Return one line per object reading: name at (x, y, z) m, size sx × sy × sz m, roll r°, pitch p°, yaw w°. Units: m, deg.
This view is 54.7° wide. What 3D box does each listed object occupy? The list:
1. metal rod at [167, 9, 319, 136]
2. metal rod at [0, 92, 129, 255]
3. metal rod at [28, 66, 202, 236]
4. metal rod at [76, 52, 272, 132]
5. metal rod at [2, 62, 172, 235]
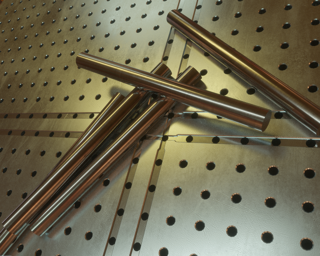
metal rod at (0.096, -0.092, 0.413) m, size 0.025 × 0.025 × 0.300 m, roll -40°, pitch 51°, yaw 1°
metal rod at (-0.146, 0.071, 0.439) m, size 0.025 × 0.025 × 0.300 m, roll 31°, pitch 79°, yaw 37°
metal rod at (-0.057, 0.028, 0.419) m, size 0.300 × 0.025 × 0.025 m, roll -45°, pitch 51°, yaw -4°
metal rod at (-0.004, -0.057, 0.409) m, size 0.300 × 0.025 × 0.025 m, roll 23°, pitch 74°, yaw 31°
metal rod at (-0.092, 0.020, 0.427) m, size 0.300 × 0.025 × 0.025 m, roll -47°, pitch 51°, yaw -11°
